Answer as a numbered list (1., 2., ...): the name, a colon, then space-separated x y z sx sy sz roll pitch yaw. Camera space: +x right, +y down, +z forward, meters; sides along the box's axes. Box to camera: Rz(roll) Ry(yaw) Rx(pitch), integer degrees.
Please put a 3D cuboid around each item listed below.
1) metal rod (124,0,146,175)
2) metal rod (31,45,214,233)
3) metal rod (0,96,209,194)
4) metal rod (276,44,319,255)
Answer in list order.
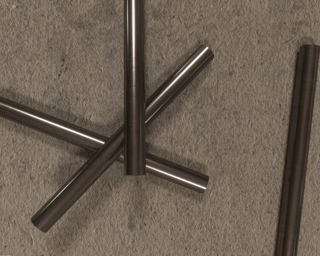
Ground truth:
1. metal rod: -0.032 -0.093 0.381 0.025 0.025 0.298 -1 79 -1
2. metal rod: -0.040 0.007 0.387 0.025 0.025 0.300 44 81 0
3. metal rod: -0.081 0.021 0.408 0.301 0.025 0.025 21 90 -1
4. metal rod: 0.183 0.040 0.412 0.025 0.025 0.298 6 90 -1
